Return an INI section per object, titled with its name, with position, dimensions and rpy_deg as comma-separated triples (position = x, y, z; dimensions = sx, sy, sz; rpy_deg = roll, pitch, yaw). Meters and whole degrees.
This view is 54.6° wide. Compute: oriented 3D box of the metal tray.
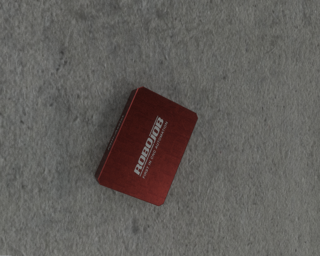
[metal tray]
position = -0.016, 0.024, 0.400
dimensions = 0.090, 0.030, 0.130
rpy_deg = 25, 82, -18
